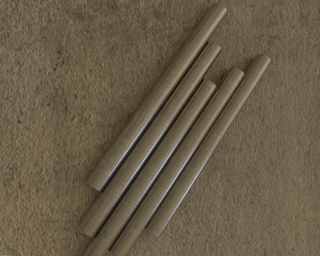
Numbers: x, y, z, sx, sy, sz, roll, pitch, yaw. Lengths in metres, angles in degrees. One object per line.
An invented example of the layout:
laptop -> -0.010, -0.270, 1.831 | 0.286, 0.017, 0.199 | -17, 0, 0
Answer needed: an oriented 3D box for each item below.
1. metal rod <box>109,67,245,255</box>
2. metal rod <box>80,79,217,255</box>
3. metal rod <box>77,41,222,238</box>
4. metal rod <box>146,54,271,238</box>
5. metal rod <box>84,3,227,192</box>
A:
metal rod -> 0.029, 0.039, 0.422 | 0.025, 0.025, 0.300 | 38, 78, -16
metal rod -> -0.014, 0.059, 0.406 | 0.025, 0.025, 0.300 | 38, 78, -16
metal rod -> -0.007, 0.006, 0.409 | 0.025, 0.025, 0.300 | 38, 78, -16
metal rod -> 0.073, 0.017, 0.438 | 0.025, 0.025, 0.300 | 38, 78, -16
metal rod -> 0.001, -0.049, 0.412 | 0.025, 0.025, 0.300 | 38, 78, -16
